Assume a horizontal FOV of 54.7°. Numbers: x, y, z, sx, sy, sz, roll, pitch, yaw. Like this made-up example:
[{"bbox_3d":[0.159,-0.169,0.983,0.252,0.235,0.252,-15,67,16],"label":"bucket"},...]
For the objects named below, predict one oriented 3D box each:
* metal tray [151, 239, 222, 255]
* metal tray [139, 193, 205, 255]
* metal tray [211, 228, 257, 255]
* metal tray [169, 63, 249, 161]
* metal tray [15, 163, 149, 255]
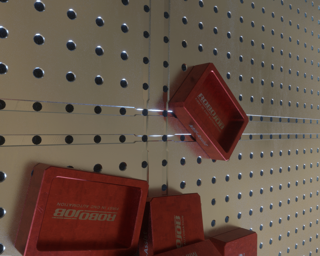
[{"bbox_3d":[0.010,0.192,0.386,0.131,0.030,0.089,3,123,-40],"label":"metal tray"},{"bbox_3d":[0.018,0.154,0.407,0.091,0.030,0.129,5,75,-40],"label":"metal tray"},{"bbox_3d":[0.122,0.241,0.512,0.091,0.030,0.129,2,89,-40],"label":"metal tray"},{"bbox_3d":[0.080,-0.023,0.475,0.130,0.030,0.090,49,61,-29],"label":"metal tray"},{"bbox_3d":[-0.078,0.094,0.341,0.131,0.030,0.090,17,79,-39],"label":"metal tray"}]
